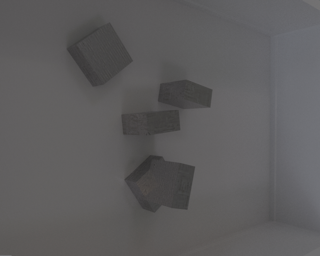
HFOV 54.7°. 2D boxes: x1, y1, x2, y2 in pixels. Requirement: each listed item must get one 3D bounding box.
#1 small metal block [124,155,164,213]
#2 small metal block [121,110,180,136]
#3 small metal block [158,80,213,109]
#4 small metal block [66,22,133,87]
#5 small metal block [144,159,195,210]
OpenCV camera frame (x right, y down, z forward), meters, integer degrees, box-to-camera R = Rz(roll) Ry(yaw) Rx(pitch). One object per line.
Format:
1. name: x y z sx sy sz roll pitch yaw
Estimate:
1. small metal block: -0.010 0.071 0.399 0.050 0.025 0.050 -42 116 -32
2. small metal block: -0.011 -0.007 0.381 0.050 0.050 0.025 -9 96 -40
3. small metal block: 0.034 -0.044 0.418 0.050 0.050 0.025 13 82 -39
4. small metal block: -0.067 -0.082 0.350 0.050 0.025 0.050 -47 118 -30
5. small metal block: 0.011 0.066 0.367 0.025 0.050 0.050 19 78 -39
